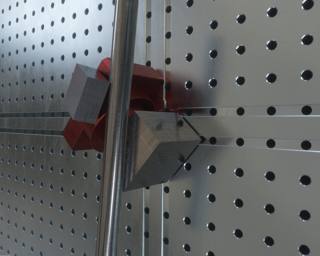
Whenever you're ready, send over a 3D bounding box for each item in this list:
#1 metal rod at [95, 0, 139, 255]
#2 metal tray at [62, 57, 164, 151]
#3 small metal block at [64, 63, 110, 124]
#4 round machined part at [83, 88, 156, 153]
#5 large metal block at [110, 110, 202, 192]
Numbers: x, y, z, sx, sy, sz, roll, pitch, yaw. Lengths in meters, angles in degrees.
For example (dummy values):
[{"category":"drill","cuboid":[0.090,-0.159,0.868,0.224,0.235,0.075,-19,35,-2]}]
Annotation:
[{"category":"metal rod","cuboid":[-0.049,0.011,0.343,0.025,0.025,0.298,9,96,39]},{"category":"metal tray","cuboid":[-0.063,-0.027,0.416,0.030,0.091,0.129,51,119,28]},{"category":"small metal block","cuboid":[-0.084,-0.039,0.349,0.050,0.025,0.050,45,117,51]},{"category":"round machined part","cuboid":[-0.045,-0.001,0.402,0.042,0.099,0.097,50,119,28]},{"category":"large metal block","cuboid":[-0.010,0.027,0.376,0.050,0.081,0.080,50,119,28]}]
